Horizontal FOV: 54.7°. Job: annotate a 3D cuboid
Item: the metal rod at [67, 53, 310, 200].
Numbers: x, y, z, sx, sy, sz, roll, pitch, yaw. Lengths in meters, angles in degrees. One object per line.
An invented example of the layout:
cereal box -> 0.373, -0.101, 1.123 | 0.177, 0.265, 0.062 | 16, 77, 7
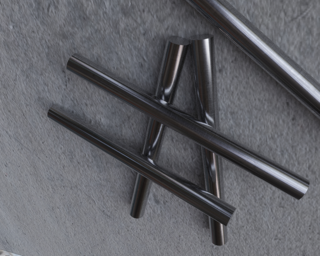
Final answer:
metal rod -> 0.024, -0.007, 0.355 | 0.301, 0.025, 0.025 | 30, 128, 9

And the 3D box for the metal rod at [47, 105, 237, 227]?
metal rod -> -0.039, 0.041, 0.420 | 0.300, 0.025, 0.025 | 28, 128, 22

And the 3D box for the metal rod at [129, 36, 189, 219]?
metal rod -> -0.009, 0.022, 0.423 | 0.025, 0.025, 0.298 | 24, 127, 13

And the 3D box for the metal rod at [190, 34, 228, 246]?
metal rod -> 0.066, 0.035, 0.392 | 0.025, 0.025, 0.298 | 5, 121, 25

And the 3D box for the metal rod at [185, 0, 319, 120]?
metal rod -> 0.118, -0.061, 0.306 | 0.300, 0.025, 0.025 | 41, 129, -1
